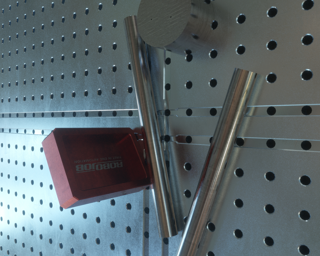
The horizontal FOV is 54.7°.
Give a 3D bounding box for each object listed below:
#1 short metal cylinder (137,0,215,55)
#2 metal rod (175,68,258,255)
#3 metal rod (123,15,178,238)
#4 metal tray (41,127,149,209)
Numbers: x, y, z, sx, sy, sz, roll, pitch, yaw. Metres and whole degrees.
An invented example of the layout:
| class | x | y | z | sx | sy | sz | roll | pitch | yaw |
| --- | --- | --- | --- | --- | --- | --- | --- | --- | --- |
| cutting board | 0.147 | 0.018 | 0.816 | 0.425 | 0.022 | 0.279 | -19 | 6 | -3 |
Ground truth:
| class | x | y | z | sx | sy | sz | roll | pitch | yaw |
| --- | --- | --- | --- | --- | --- | --- | --- | --- | --- |
| short metal cylinder | 0.019 | -0.133 | 0.376 | 0.080 | 0.050 | 0.079 | 0 | 90 | 39 |
| metal rod | 0.054 | 0.079 | 0.363 | 0.025 | 0.025 | 0.298 | 25 | 105 | 37 |
| metal rod | -0.014 | -0.008 | 0.418 | 0.025 | 0.025 | 0.298 | -16 | 80 | 38 |
| metal tray | -0.076 | 0.045 | 0.401 | 0.030 | 0.131 | 0.090 | -36 | 68 | 34 |
